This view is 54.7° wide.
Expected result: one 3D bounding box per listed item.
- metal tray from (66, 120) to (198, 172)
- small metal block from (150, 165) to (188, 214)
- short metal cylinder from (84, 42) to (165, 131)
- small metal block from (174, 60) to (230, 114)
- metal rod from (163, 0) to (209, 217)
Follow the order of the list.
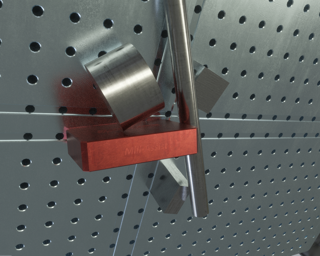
[{"bbox_3d":[-0.033,0.015,0.358,0.131,0.090,0.030,-7,101,-25],"label":"metal tray"},{"bbox_3d":[0.016,0.092,0.462,0.025,0.050,0.050,16,110,-35],"label":"small metal block"},{"bbox_3d":[-0.038,-0.043,0.330,0.050,0.080,0.080,-31,129,-9],"label":"short metal cylinder"},{"bbox_3d":[0.055,-0.053,0.410,0.050,0.025,0.050,23,106,-37],"label":"small metal block"},{"bbox_3d":[0.036,-0.015,0.387,0.025,0.025,0.298,-18,115,-19],"label":"metal rod"}]
